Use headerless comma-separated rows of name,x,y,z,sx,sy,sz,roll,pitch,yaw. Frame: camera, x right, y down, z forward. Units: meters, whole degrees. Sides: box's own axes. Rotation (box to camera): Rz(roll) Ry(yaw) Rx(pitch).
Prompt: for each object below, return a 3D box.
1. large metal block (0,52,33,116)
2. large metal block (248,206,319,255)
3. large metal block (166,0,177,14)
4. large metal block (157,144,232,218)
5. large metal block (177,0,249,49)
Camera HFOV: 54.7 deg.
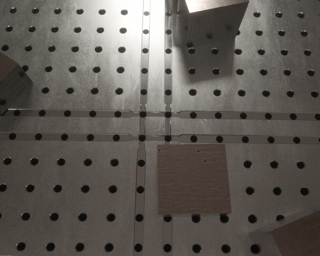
large metal block,-0.239,-0.066,0.419,0.080,0.050,0.080,33,73,11
large metal block,0.155,0.123,0.339,0.080,0.080,0.050,-20,72,-7
large metal block,0.050,-0.223,0.465,0.081,0.080,0.050,-9,71,-4
large metal block,0.037,0.065,0.375,0.081,0.050,0.080,-1,70,-1
large metal block,0.071,-0.165,0.444,0.081,0.080,0.050,-13,71,-5
